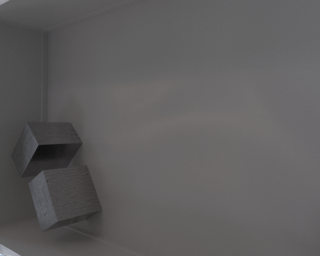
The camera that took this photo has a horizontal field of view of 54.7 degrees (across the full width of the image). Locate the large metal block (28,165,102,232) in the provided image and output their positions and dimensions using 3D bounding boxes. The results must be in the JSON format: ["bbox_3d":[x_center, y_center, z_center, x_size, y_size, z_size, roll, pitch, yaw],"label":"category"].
[{"bbox_3d":[-0.151,0.110,0.496,0.050,0.081,0.080,-37,67,34],"label":"large metal block"}]

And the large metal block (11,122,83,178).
[{"bbox_3d":[-0.194,0.036,0.532,0.080,0.081,0.050,-52,60,27],"label":"large metal block"}]
